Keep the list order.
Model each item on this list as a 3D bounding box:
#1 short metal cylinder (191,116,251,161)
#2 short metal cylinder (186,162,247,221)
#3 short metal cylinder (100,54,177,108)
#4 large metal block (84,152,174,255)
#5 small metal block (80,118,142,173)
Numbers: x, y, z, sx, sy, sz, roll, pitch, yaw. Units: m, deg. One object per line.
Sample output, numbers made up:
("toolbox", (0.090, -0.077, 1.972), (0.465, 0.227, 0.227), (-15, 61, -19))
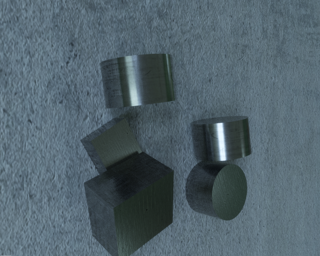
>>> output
("short metal cylinder", (0.087, 0.013, 0.442), (0.081, 0.080, 0.050), (-12, 98, -39))
("short metal cylinder", (0.084, 0.091, 0.459), (0.081, 0.050, 0.079), (0, 90, -40))
("short metal cylinder", (-0.024, -0.052, 0.349), (0.081, 0.080, 0.050), (-12, 98, -39))
("large metal block", (-0.031, 0.085, 0.345), (0.081, 0.050, 0.079), (-26, 129, -37))
("small metal block", (-0.055, 0.022, 0.359), (0.050, 0.025, 0.050), (-38, 113, -34))
